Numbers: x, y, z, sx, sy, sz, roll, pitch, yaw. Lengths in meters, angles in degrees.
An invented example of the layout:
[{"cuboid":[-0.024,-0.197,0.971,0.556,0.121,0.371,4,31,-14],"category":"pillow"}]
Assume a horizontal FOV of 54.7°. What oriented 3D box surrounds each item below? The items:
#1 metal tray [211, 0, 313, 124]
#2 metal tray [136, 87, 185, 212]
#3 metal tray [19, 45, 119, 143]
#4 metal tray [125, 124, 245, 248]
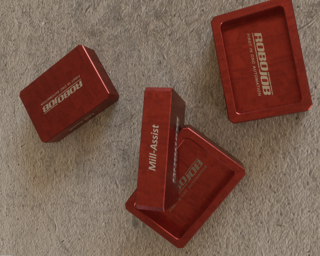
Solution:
[{"cuboid":[0.117,-0.076,0.364,0.090,0.030,0.129,-11,86,19],"category":"metal tray"},{"cuboid":[0.004,0.025,0.364,0.030,0.090,0.129,3,85,14],"category":"metal tray"},{"cuboid":[-0.135,-0.047,0.454,0.130,0.030,0.090,-33,80,17],"category":"metal tray"},{"cuboid":[0.030,0.072,0.384,0.090,0.030,0.130,37,102,2],"category":"metal tray"}]
